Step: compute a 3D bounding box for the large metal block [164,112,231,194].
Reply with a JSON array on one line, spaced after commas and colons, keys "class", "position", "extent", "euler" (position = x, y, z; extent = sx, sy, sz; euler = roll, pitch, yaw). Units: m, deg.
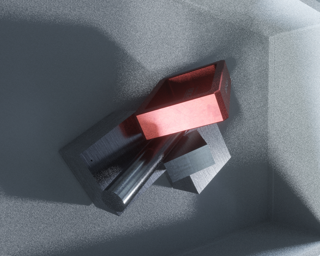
[{"class": "large metal block", "position": [0.043, 0.031, 0.427], "extent": [0.080, 0.050, 0.080], "euler": [-41, 115, -32]}]

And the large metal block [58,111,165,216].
[{"class": "large metal block", "position": [-0.049, 0.036, 0.346], "extent": [0.080, 0.050, 0.080], "euler": [-41, 115, -32]}]

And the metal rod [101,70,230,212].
[{"class": "metal rod", "position": [0.029, -0.011, 0.383], "extent": [0.301, 0.025, 0.025], "euler": [-47, 119, -47]}]

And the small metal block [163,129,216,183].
[{"class": "small metal block", "position": [0.029, 0.030, 0.351], "extent": [0.050, 0.050, 0.025], "euler": [-24, 109, 1]}]

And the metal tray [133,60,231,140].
[{"class": "metal tray", "position": [0.032, -0.037, 0.356], "extent": [0.130, 0.090, 0.030], "euler": [-62, 134, -62]}]
